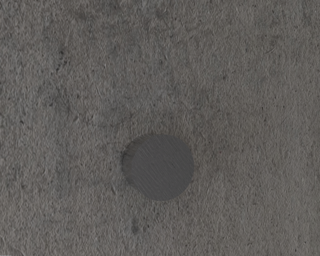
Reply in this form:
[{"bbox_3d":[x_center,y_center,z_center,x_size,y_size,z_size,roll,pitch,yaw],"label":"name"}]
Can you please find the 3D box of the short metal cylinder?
[{"bbox_3d":[-0.004,0.047,0.394,0.081,0.050,0.080,0,90,-20],"label":"short metal cylinder"}]
